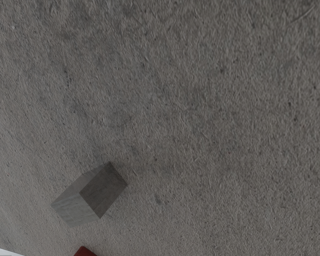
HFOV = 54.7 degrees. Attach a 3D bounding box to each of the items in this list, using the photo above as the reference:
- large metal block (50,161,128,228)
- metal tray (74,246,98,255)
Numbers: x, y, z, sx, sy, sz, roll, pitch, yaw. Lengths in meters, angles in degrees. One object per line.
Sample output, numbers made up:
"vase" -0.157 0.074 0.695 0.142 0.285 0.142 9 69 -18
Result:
"large metal block" -0.112 0.107 0.497 0.080 0.080 0.050 -27 104 37
"metal tray" -0.135 0.324 0.674 0.130 0.030 0.089 32 129 7
